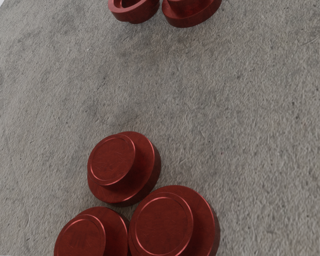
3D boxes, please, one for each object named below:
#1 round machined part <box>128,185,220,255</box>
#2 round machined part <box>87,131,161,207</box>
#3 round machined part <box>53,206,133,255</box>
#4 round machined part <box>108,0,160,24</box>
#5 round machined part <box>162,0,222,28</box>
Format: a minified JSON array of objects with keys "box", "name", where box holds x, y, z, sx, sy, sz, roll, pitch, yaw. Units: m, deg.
[{"box":[0.009,0.106,0.323,0.098,0.042,0.098,-13,56,20],"name":"round machined part"},{"box":[-0.052,0.046,0.392,0.098,0.042,0.098,-13,56,21],"name":"round machined part"},{"box":[-0.080,0.137,0.351,0.098,0.042,0.098,-13,56,21],"name":"round machined part"},{"box":[-0.040,-0.225,0.552,0.098,0.042,0.098,-13,56,21],"name":"round machined part"},{"box":[0.047,-0.213,0.499,0.098,0.042,0.098,-13,56,21],"name":"round machined part"}]
